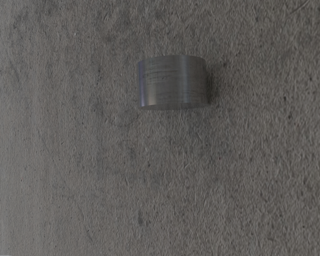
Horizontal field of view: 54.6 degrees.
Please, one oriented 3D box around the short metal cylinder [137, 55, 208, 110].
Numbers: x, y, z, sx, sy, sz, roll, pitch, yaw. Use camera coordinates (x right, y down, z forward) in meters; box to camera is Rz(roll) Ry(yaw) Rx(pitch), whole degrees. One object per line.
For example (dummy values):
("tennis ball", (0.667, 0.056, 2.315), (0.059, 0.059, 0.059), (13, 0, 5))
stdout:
("short metal cylinder", (0.014, -0.049, 0.359), (0.080, 0.081, 0.050), (-4, 87, 40))
